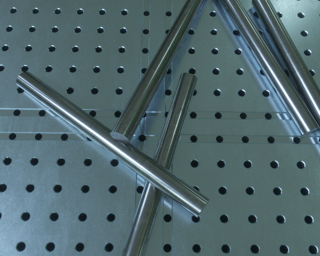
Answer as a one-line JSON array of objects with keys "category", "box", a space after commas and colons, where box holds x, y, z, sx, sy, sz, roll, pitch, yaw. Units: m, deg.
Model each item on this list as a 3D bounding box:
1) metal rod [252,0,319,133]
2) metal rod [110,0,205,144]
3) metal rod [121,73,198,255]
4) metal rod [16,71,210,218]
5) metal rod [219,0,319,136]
[{"category": "metal rod", "box": [0.202, -0.069, 0.439, 0.025, 0.025, 0.299, -17, 71, -6]}, {"category": "metal rod", "box": [0.012, -0.109, 0.428, 0.025, 0.025, 0.300, 22, 63, 7]}, {"category": "metal rod", "box": [-0.004, 0.063, 0.388, 0.025, 0.025, 0.299, 16, 71, 5]}, {"category": "metal rod", "box": [-0.071, 0.011, 0.389, 0.300, 0.025, 0.025, 33, 73, 18]}, {"category": "metal rod", "box": [0.142, -0.125, 0.459, 0.025, 0.025, 0.299, -21, 72, -8]}]
